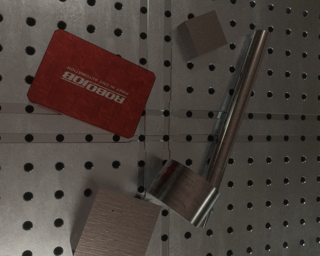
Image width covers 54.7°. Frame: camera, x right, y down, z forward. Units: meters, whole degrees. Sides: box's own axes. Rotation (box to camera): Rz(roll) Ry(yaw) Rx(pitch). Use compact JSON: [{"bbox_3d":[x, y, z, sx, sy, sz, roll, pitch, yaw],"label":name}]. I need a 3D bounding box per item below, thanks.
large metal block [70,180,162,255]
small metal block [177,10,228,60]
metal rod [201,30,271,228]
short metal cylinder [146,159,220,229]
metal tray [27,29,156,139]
[{"bbox_3d":[-0.055,0.117,0.380,0.080,0.050,0.080,22,83,-19],"label":"large metal block"},{"bbox_3d":[0.060,-0.131,0.436,0.050,0.025,0.050,-26,99,-18],"label":"small metal block"},{"bbox_3d":[0.104,-0.004,0.452,0.025,0.025,0.299,23,82,-19],"label":"metal rod"},{"bbox_3d":[0.029,0.083,0.395,0.080,0.080,0.050,40,77,-16],"label":"short metal cylinder"},{"bbox_3d":[-0.081,-0.050,0.381,0.131,0.030,0.090,23,82,-19],"label":"metal tray"}]
